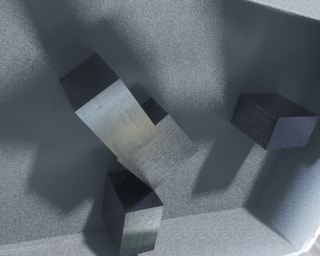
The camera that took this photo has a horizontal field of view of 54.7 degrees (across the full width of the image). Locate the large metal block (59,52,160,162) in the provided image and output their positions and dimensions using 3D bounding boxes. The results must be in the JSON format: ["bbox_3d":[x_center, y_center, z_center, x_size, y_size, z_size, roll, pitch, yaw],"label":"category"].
[{"bbox_3d":[-0.054,-0.023,0.330,0.050,0.080,0.080,-38,130,-3],"label":"large metal block"}]

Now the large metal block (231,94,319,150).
[{"bbox_3d":[0.168,-0.013,0.460,0.081,0.080,0.050,-3,120,-27],"label":"large metal block"}]

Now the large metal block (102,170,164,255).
[{"bbox_3d":[-0.041,0.114,0.423,0.050,0.080,0.079,-4,120,-27],"label":"large metal block"}]

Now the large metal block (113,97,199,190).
[{"bbox_3d":[-0.010,0.021,0.402,0.080,0.050,0.080,-42,130,0],"label":"large metal block"}]
